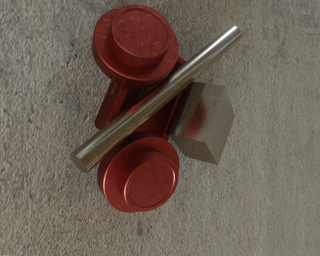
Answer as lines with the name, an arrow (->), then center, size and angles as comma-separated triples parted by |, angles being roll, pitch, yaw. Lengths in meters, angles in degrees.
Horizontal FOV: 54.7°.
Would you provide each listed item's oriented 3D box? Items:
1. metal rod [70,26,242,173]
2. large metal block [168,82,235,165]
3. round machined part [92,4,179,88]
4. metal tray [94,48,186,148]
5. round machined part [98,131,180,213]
metal rod -> 0.015, -0.052, 0.380 | 0.302, 0.025, 0.025 | -43, 116, -32
large metal block -> 0.060, -0.005, 0.421 | 0.080, 0.050, 0.080 | -67, 151, -19
round machined part -> -0.024, -0.098, 0.348 | 0.099, 0.042, 0.098 | 6, 69, -16
metal tray -> -0.016, -0.042, 0.389 | 0.090, 0.030, 0.130 | 31, 71, -36
round machined part -> -0.018, 0.056, 0.358 | 0.099, 0.042, 0.097 | -13, 117, -27
